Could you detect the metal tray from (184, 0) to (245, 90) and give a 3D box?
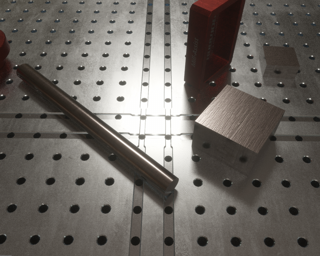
[{"bbox_3d":[0.078,-0.130,0.449,0.030,0.129,0.090,34,58,25],"label":"metal tray"}]

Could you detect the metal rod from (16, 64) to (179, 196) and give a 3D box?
[{"bbox_3d":[-0.098,-0.011,0.415,0.300,0.025,0.025,35,58,25],"label":"metal rod"}]

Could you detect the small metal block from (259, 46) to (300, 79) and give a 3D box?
[{"bbox_3d":[0.191,-0.106,0.500,0.050,0.025,0.050,4,50,3],"label":"small metal block"}]

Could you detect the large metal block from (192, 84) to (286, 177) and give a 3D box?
[{"bbox_3d":[0.098,0.001,0.392,0.080,0.050,0.080,29,56,22],"label":"large metal block"}]

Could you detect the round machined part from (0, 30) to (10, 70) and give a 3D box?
[{"bbox_3d":[-0.289,-0.117,0.491,0.099,0.042,0.098,0,50,0],"label":"round machined part"}]
